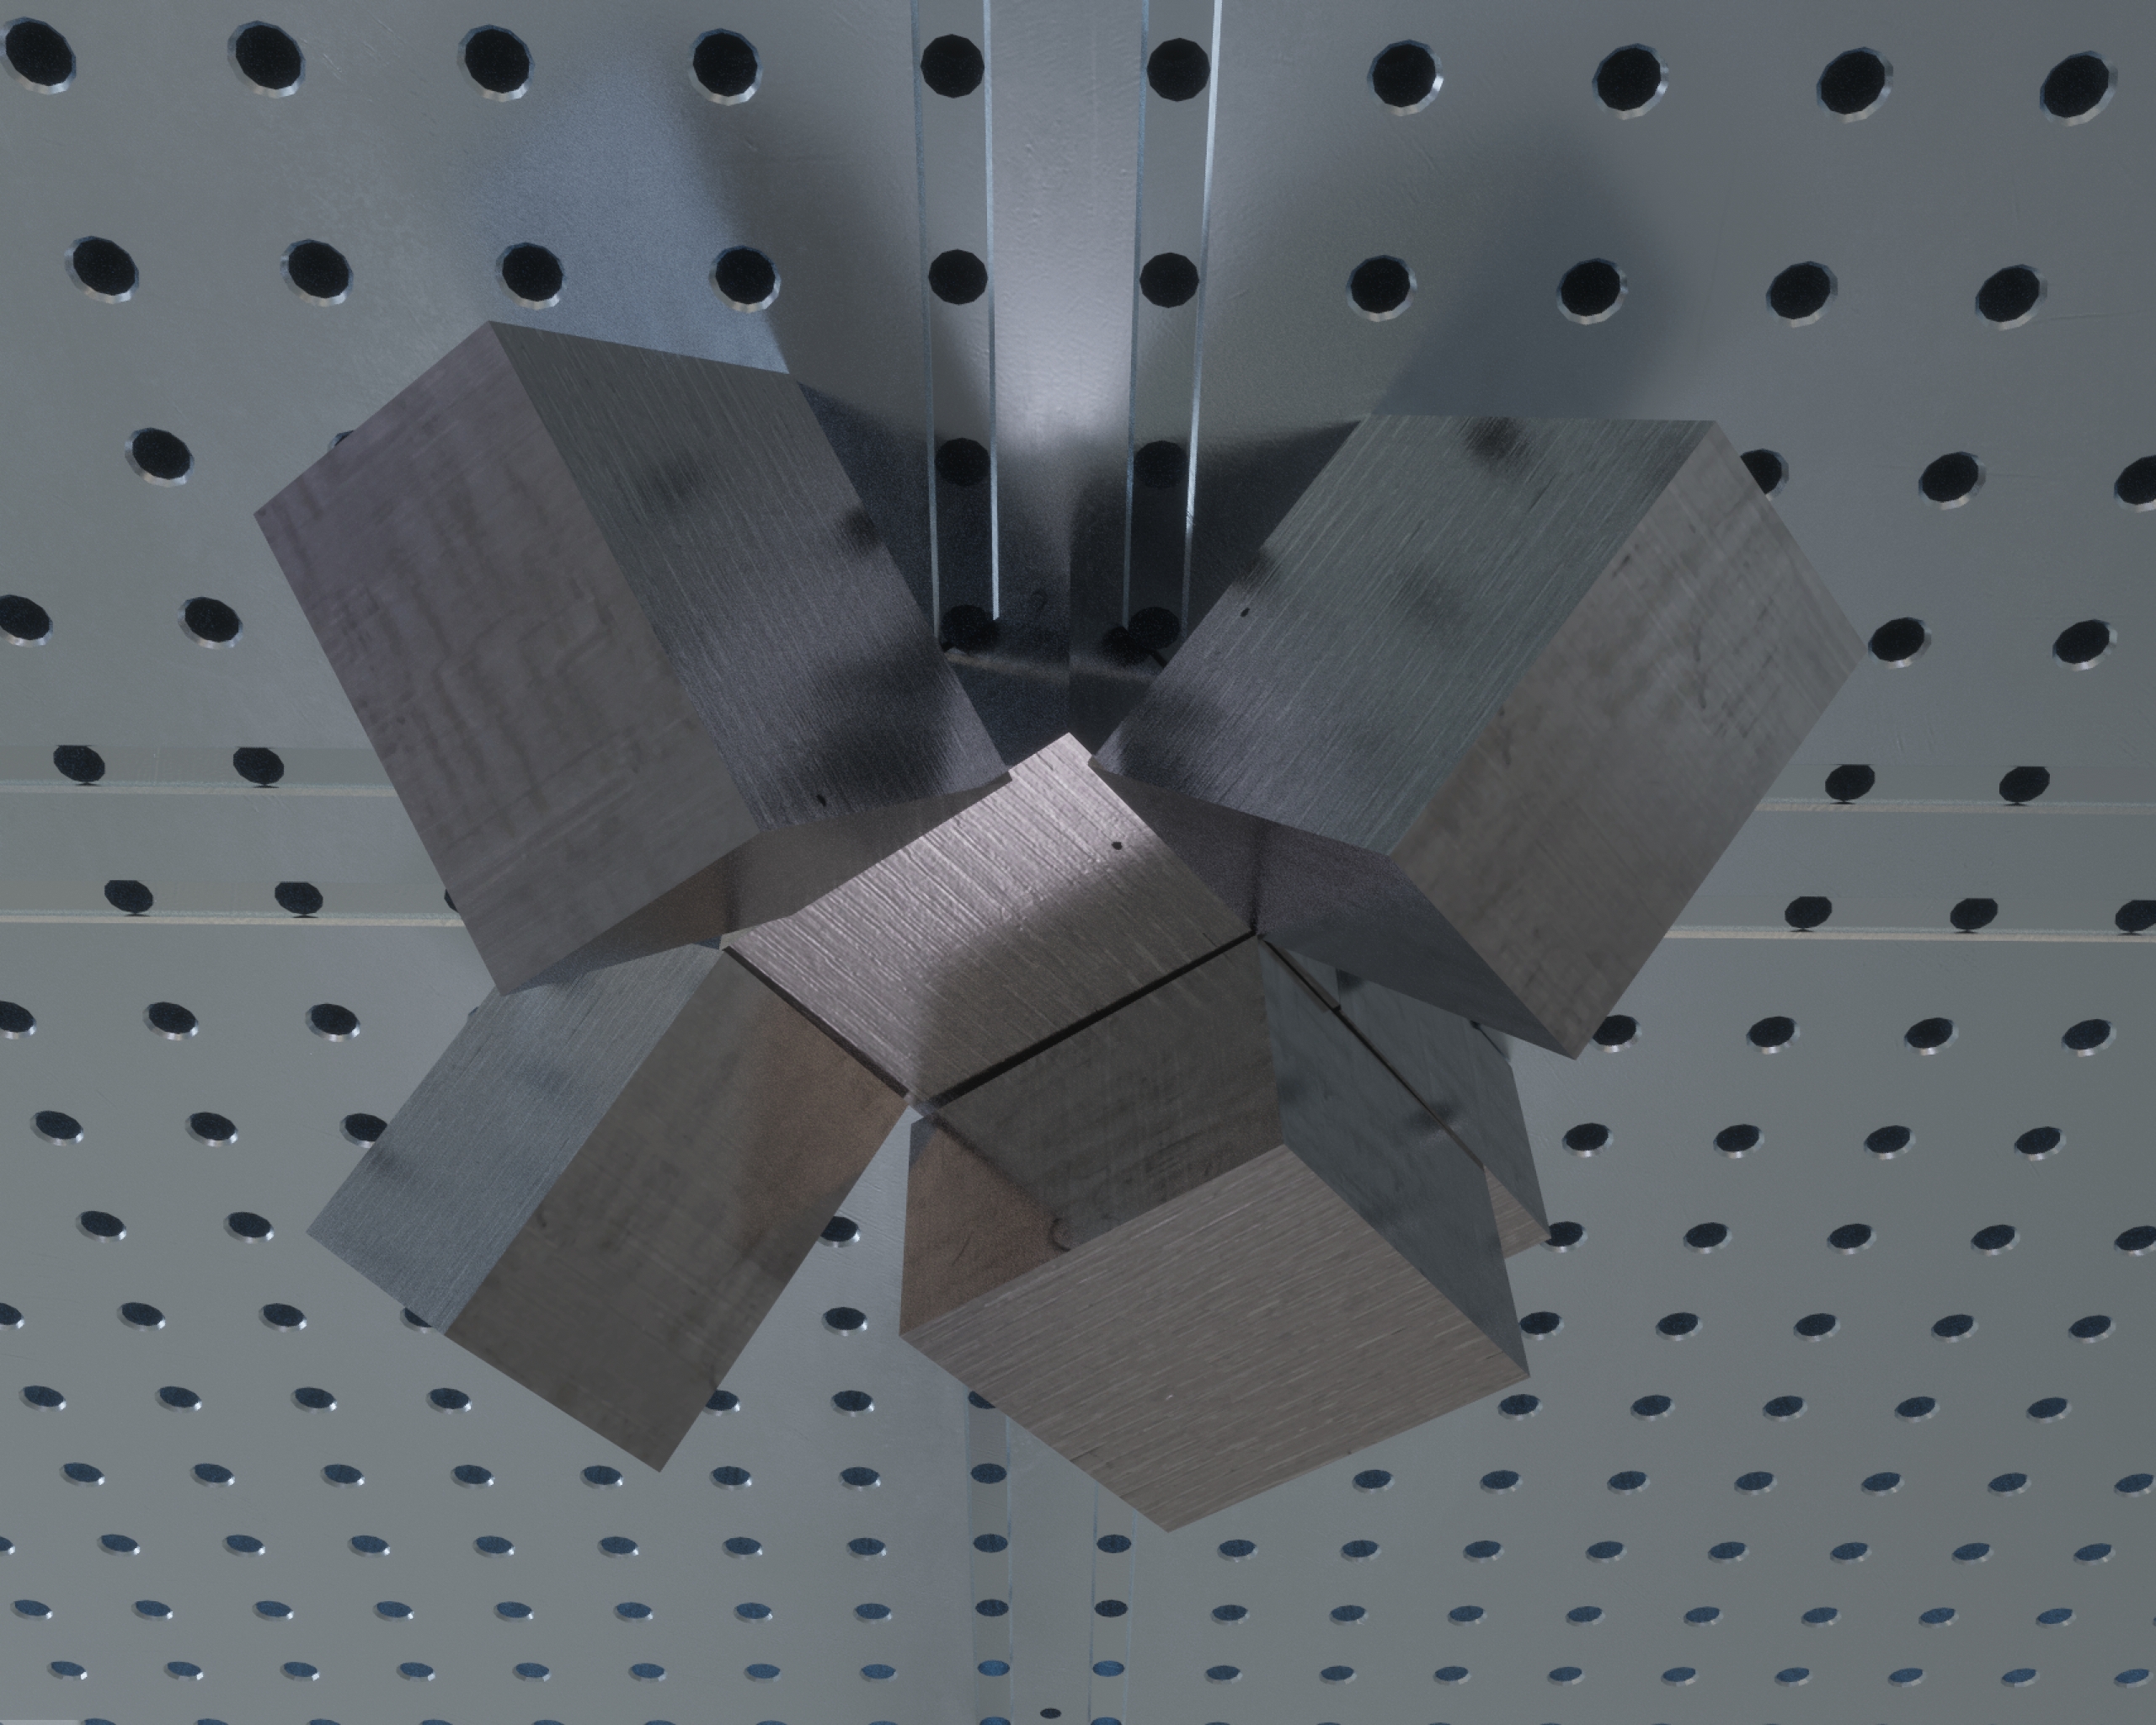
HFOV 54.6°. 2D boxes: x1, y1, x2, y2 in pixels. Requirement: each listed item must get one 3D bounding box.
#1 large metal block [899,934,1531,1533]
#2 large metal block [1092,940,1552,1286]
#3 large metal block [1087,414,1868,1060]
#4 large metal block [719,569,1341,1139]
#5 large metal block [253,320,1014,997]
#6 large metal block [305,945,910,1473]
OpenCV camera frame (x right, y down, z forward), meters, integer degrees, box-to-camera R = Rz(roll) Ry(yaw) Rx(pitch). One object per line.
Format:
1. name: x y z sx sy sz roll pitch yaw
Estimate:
1. large metal block: 0.025 0.072 0.389 0.080 0.050 0.080 -31 125 22
2. large metal block: 0.041 0.055 0.441 0.080 0.050 0.080 -30 123 22
3. large metal block: 0.062 -0.024 0.335 0.050 0.080 0.080 45 77 -30
4. large metal block: -0.008 0.005 0.399 0.080 0.050 0.080 -31 124 23
5. large metal block: -0.065 -0.032 0.327 0.050 0.080 0.080 -31 85 23
6. large metal block: -0.092 0.060 0.405 0.050 0.080 0.080 45 159 -30
